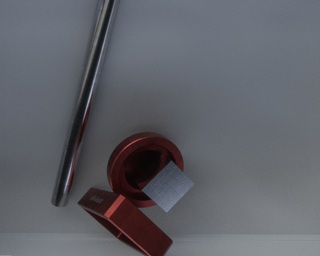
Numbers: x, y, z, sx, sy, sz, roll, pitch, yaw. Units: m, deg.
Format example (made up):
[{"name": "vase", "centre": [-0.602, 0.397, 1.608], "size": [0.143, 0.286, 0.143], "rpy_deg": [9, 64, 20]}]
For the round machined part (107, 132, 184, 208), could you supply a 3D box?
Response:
[{"name": "round machined part", "centre": [-0.022, 0.051, 0.410], "size": [0.099, 0.042, 0.097], "rpy_deg": [-7, 108, -21]}]

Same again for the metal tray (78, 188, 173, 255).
[{"name": "metal tray", "centre": [-0.051, 0.122, 0.404], "size": [0.090, 0.130, 0.030], "rpy_deg": [47, 65, -16]}]

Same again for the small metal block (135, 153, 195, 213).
[{"name": "small metal block", "centre": [0.006, 0.069, 0.389], "size": [0.050, 0.025, 0.050], "rpy_deg": [-45, 117, -5]}]

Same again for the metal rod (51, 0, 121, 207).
[{"name": "metal rod", "centre": [-0.100, -0.027, 0.400], "size": [0.025, 0.025, 0.298], "rpy_deg": [17, 109, -7]}]
